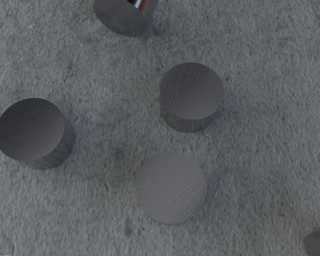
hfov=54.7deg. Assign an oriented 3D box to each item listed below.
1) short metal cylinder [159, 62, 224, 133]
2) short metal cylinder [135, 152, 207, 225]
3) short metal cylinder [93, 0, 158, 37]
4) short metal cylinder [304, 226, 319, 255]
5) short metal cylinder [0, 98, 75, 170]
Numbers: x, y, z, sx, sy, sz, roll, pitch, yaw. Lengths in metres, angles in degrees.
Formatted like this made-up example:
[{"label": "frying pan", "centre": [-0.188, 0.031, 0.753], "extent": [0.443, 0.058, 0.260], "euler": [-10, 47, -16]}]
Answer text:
[{"label": "short metal cylinder", "centre": [0.039, -0.039, 0.410], "extent": [0.081, 0.050, 0.080], "euler": [0, 70, 0]}, {"label": "short metal cylinder", "centre": [0.012, 0.073, 0.368], "extent": [0.081, 0.050, 0.080], "euler": [0, 70, 0]}, {"label": "short metal cylinder", "centre": [-0.048, -0.177, 0.443], "extent": [0.080, 0.080, 0.050], "euler": [17, 71, 6]}, {"label": "short metal cylinder", "centre": [0.205, 0.138, 0.331], "extent": [0.050, 0.080, 0.080], "euler": [-30, 73, -10]}, {"label": "short metal cylinder", "centre": [-0.154, 0.009, 0.390], "extent": [0.081, 0.050, 0.080], "euler": [0, 70, 0]}]
